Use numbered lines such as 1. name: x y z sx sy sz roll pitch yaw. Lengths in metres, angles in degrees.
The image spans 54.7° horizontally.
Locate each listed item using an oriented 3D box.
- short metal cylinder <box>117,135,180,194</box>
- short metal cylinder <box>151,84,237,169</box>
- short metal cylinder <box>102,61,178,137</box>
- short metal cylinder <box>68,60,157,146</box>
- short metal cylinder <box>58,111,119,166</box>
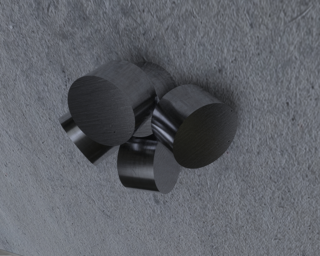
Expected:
1. short metal cylinder: -0.012 0.043 0.403 0.050 0.080 0.079 2 119 27
2. short metal cylinder: 0.037 -0.002 0.343 0.050 0.081 0.079 46 143 49
3. short metal cylinder: -0.023 -0.036 0.381 0.080 0.050 0.079 13 124 20
4. short metal cylinder: -0.051 -0.027 0.335 0.080 0.050 0.079 13 124 20
5. short metal cylinder: -0.089 0.004 0.414 0.080 0.050 0.080 51 172 11
